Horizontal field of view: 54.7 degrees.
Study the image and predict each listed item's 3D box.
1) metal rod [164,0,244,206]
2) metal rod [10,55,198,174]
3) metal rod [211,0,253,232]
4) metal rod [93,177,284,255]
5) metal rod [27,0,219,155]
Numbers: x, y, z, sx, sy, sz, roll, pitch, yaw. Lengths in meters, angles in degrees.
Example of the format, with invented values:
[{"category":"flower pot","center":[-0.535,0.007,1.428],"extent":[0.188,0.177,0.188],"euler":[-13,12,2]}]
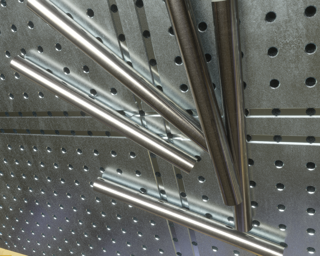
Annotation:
[{"category":"metal rod","center":[0.045,-0.047,0.339],"extent":[0.025,0.025,0.298],"euler":[-8,109,31]},{"category":"metal rod","center":[-0.084,-0.022,0.439],"extent":[0.301,0.025,0.025],"euler":[30,128,8]},{"category":"metal rod","center":[0.090,0.006,0.366],"extent":[0.025,0.025,0.298],"euler":[3,120,26]},{"category":"metal rod","center":[0.032,0.135,0.476],"extent":[0.301,0.025,0.025],"euler":[17,125,18]},{"category":"metal rod","center":[-0.043,-0.067,0.390],"extent":[0.300,0.025,0.025],"euler":[39,129,1]}]
